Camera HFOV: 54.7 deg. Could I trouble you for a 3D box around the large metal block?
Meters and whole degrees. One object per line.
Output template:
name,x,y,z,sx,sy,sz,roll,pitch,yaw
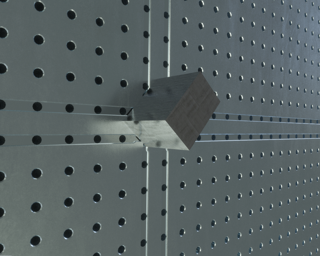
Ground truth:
large metal block,0.015,-0.021,0.388,0.050,0.080,0.080,51,60,-28
